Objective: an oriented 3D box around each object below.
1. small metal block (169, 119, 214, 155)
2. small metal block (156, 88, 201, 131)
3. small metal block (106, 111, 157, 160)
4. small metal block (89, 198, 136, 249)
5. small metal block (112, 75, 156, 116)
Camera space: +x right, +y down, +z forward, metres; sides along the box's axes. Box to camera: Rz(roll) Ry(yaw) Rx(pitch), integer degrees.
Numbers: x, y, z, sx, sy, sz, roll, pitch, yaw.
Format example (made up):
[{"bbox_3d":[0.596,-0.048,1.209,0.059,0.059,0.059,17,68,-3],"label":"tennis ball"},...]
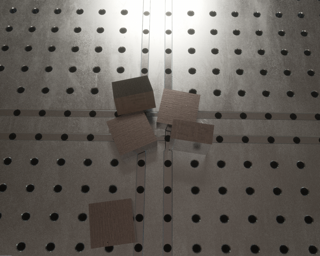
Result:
[{"bbox_3d":[0.039,0.013,0.394,0.050,0.050,0.025,9,71,3],"label":"small metal block"},{"bbox_3d":[0.025,-0.022,0.420,0.050,0.025,0.050,11,70,3],"label":"small metal block"},{"bbox_3d":[-0.037,0.008,0.408,0.050,0.025,0.050,-23,72,-9],"label":"small metal block"},{"bbox_3d":[-0.056,0.114,0.369,0.050,0.025,0.050,-7,70,-3],"label":"small metal block"},{"bbox_3d":[-0.036,-0.045,0.414,0.050,0.025,0.050,-12,34,-5],"label":"small metal block"}]
